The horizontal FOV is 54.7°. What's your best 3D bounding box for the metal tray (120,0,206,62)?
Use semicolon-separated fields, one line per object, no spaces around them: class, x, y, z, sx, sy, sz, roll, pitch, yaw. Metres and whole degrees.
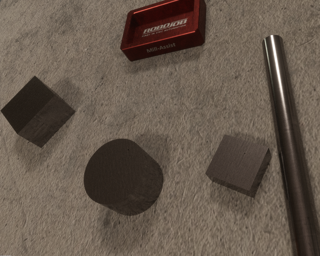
metal tray;0.006;-0.162;0.495;0.130;0.030;0.090;-7;58;24

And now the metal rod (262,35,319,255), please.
metal rod;0.135;0.020;0.320;0.025;0.025;0.299;-10;57;22

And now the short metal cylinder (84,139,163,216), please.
short metal cylinder;-0.043;0.059;0.373;0.080;0.050;0.080;-13;56;20

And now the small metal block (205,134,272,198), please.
small metal block;0.085;0.040;0.334;0.050;0.025;0.050;18;71;34

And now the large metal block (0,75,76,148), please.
large metal block;-0.200;-0.028;0.507;0.080;0.050;0.080;-48;52;-6
